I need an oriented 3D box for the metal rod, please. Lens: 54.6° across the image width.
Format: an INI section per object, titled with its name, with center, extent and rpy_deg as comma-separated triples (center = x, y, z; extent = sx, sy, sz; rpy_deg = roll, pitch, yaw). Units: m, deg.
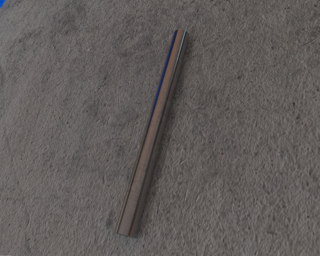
[metal rod]
center = -0.003, -0.010, 0.412
extent = 0.025, 0.025, 0.300
rpy_deg = 1, 62, 29
